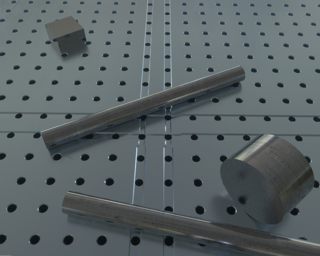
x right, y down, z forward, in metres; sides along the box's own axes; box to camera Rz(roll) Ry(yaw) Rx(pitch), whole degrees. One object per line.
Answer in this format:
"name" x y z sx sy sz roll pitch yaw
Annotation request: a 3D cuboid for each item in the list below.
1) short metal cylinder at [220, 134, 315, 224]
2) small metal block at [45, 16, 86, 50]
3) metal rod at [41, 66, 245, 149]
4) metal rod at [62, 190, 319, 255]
"short metal cylinder" 0.111 0.053 0.329 0.050 0.080 0.080 -32 58 -24
"small metal block" -0.167 -0.169 0.547 0.050 0.025 0.050 -28 56 -22
"metal rod" -0.011 -0.035 0.436 0.302 0.025 0.025 -20 53 -17
"metal rod" 0.046 0.106 0.318 0.302 0.025 0.025 10 51 8
